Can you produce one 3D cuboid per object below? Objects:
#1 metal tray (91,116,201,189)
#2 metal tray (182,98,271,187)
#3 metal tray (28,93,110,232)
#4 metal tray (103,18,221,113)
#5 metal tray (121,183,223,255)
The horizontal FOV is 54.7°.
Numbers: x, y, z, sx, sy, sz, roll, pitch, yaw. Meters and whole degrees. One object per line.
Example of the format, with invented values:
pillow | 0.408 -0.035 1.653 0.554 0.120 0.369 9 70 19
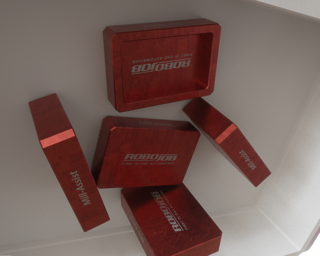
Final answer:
metal tray | -0.018 0.034 0.414 0.131 0.030 0.089 3 117 -30
metal tray | 0.093 0.019 0.428 0.030 0.090 0.130 -44 130 3
metal tray | -0.097 0.038 0.335 0.030 0.090 0.129 -23 128 -16
metal tray | 0.004 -0.074 0.361 0.131 0.030 0.089 -13 124 -22
metal tray | 0.010 0.121 0.419 0.091 0.130 0.030 -12 124 -23
